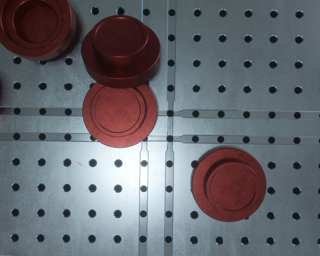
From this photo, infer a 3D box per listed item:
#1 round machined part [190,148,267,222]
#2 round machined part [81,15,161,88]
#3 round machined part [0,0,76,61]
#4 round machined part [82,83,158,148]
[{"bbox_3d":[0.091,0.075,0.405,0.099,0.042,0.097,0,90,0],"label":"round machined part"},{"bbox_3d":[-0.048,-0.101,0.384,0.099,0.042,0.098,1,62,-2],"label":"round machined part"},{"bbox_3d":[-0.158,-0.136,0.404,0.099,0.042,0.097,0,90,0],"label":"round machined part"},{"bbox_3d":[-0.052,-0.022,0.404,0.099,0.042,0.097,0,90,0],"label":"round machined part"}]
